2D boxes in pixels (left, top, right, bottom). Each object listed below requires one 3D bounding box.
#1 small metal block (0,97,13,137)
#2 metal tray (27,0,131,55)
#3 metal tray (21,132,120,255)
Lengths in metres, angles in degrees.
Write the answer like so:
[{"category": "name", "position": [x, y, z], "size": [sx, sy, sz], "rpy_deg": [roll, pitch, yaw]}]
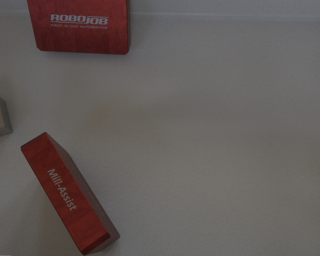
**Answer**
[{"category": "small metal block", "position": [-0.231, -0.011, 0.411], "size": [0.050, 0.025, 0.050], "rpy_deg": [-20, 72, -8]}, {"category": "metal tray", "position": [-0.108, -0.152, 0.428], "size": [0.131, 0.089, 0.030], "rpy_deg": [3, 37, 0]}, {"category": "metal tray", "position": [-0.096, 0.075, 0.346], "size": [0.030, 0.090, 0.130], "rpy_deg": [-34, 74, -11]}]
